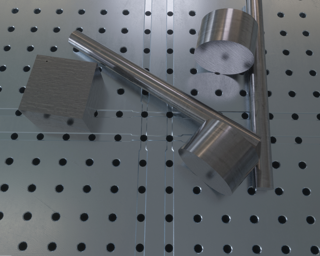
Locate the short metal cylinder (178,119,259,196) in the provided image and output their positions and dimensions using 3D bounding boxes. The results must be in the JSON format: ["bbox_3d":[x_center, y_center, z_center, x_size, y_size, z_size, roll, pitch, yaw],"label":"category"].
[{"bbox_3d":[0.069,0.035,0.370,0.080,0.080,0.050,41,75,13],"label":"short metal cylinder"}]

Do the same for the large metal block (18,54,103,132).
[{"bbox_3d":[-0.128,-0.045,0.414,0.080,0.050,0.080,9,70,3],"label":"large metal block"}]

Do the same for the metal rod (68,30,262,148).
[{"bbox_3d":[-0.004,-0.056,0.421,0.300,0.025,0.025,32,73,15],"label":"metal rod"}]

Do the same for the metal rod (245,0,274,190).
[{"bbox_3d":[0.138,-0.064,0.436,0.025,0.025,0.299,4,70,1],"label":"metal rod"}]

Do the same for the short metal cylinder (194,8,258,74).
[{"bbox_3d":[0.091,-0.116,0.426,0.080,0.080,0.050,12,71,4],"label":"short metal cylinder"}]
